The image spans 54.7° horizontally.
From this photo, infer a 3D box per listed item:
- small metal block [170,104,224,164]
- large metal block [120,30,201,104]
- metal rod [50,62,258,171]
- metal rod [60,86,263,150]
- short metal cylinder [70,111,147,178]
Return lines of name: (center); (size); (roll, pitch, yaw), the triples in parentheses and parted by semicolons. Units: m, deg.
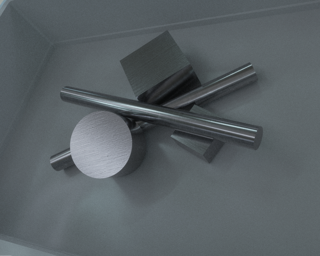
small metal block: (0.050, 0.006, 0.370); (0.050, 0.025, 0.050); (30, 78, 37)
large metal block: (0.000, -0.076, 0.432); (0.080, 0.050, 0.080); (-31, 52, 8)
metal rod: (-0.017, -0.010, 0.417); (0.301, 0.025, 0.025); (-24, 53, 12)
metal rod: (-0.022, -0.021, 0.395); (0.300, 0.025, 0.025); (15, 69, 33)
short metal cylinder: (-0.063, 0.022, 0.388); (0.080, 0.050, 0.080); (-2, 83, 16)
